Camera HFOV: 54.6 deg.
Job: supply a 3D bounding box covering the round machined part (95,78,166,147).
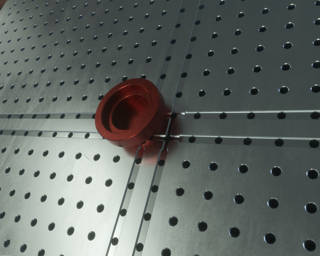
[{"bbox_3d":[-0.037,-0.017,0.428,0.098,0.042,0.098,-13,56,21],"label":"round machined part"}]
